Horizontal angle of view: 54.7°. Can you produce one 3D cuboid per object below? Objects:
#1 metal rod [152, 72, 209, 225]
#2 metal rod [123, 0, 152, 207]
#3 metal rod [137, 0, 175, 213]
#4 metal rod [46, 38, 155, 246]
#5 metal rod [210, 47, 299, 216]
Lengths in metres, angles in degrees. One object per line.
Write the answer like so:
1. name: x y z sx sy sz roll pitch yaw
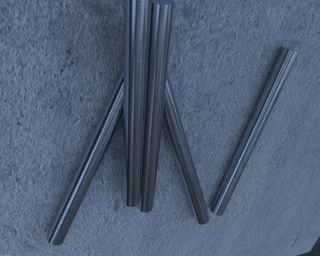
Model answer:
1. metal rod: 0.036 0.049 0.458 0.025 0.025 0.299 -28 128 -11
2. metal rod: -0.029 -0.018 0.349 0.025 0.025 0.298 -12 129 -22
3. metal rod: -0.010 -0.001 0.382 0.025 0.025 0.298 -12 130 -22
4. metal rod: -0.077 0.024 0.380 0.025 0.025 0.298 15 110 -35
5. metal rod: 0.144 0.019 0.499 0.025 0.025 0.298 4 117 -31
